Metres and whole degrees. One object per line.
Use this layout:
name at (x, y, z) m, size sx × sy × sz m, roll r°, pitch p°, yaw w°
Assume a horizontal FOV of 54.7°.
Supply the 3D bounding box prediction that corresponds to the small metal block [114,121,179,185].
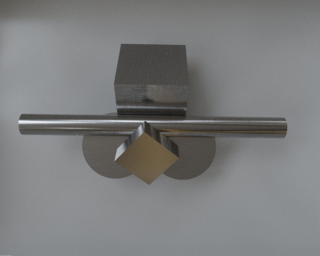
small metal block at (-0.014, 0.029, 0.349) m, size 0.050 × 0.025 × 0.050 m, roll 38°, pitch 112°, yaw -19°

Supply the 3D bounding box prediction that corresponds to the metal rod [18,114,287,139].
metal rod at (-0.007, -0.002, 0.360) m, size 0.302 × 0.025 × 0.025 m, roll 1°, pitch 90°, yaw -1°

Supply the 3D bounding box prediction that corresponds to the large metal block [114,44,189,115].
large metal block at (-0.009, -0.058, 0.377) m, size 0.081 × 0.050 × 0.080 m, roll 1°, pitch 47°, yaw 0°

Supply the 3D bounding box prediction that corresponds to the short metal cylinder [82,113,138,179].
short metal cylinder at (-0.053, 0.021, 0.397) m, size 0.081 × 0.050 × 0.079 m, roll 0°, pitch 90°, yaw -1°

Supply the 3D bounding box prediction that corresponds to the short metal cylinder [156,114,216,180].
short metal cylinder at (0.027, 0.023, 0.398) m, size 0.081 × 0.050 × 0.079 m, roll 0°, pitch 90°, yaw -1°
